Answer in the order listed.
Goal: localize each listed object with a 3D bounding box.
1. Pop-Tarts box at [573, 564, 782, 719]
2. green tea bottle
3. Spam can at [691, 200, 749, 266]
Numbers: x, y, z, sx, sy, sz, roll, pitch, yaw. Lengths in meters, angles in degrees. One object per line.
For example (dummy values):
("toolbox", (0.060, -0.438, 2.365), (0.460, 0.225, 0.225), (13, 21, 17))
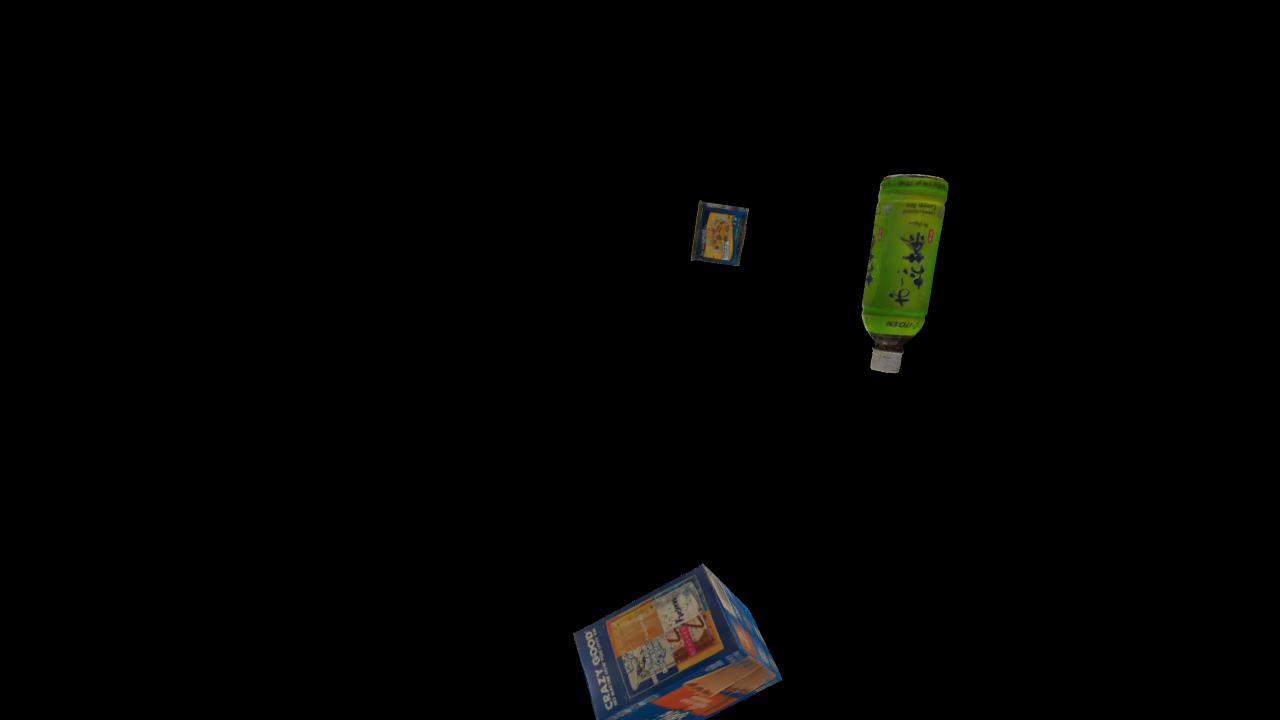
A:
("Pop-Tarts box", (0.042, 0.288, 0.594), (0.141, 0.083, 0.167), (-29, -42, 4))
("green tea bottle", (0.286, -0.091, 0.676), (0.073, 0.212, 0.073), (3, 8, -1))
("Spam can", (0.136, -0.216, 1.053), (0.085, 0.101, 0.058), (9, 29, 5))
